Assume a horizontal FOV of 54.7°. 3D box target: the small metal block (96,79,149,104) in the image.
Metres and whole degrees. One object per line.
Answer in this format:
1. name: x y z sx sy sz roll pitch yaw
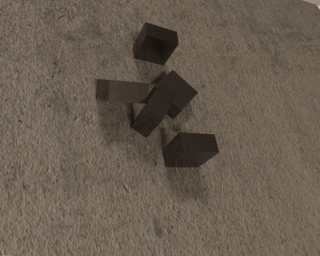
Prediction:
1. small metal block: -0.048 -0.046 0.388 0.050 0.050 0.025 1 99 -28

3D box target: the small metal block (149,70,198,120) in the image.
1. small metal block: 0.019 -0.048 0.445 0.050 0.025 0.050 42 51 0

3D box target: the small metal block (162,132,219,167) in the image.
1. small metal block: 0.038 0.029 0.392 0.050 0.050 0.025 4 60 -27

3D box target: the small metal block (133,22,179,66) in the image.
1. small metal block: -0.007 -0.124 0.461 0.050 0.050 0.025 9 58 -24

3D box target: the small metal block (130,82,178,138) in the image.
1. small metal block: -0.008 -0.023 0.399 0.025 0.050 0.050 35 51 -7
